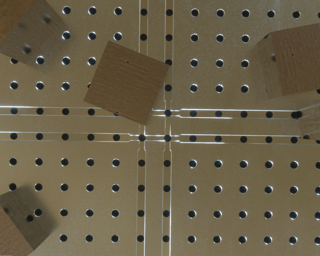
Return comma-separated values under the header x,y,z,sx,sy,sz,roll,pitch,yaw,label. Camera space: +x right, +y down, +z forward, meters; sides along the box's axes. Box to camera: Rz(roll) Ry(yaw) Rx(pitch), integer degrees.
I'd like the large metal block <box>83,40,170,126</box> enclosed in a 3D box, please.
x,y,z,sx,sy,sz,roll,pitch,yaw,label
-0.040,-0.055,0.400,0.080,0.050,0.080,22,90,-1,large metal block

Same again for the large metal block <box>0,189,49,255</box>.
x,y,z,sx,sy,sz,roll,pitch,yaw,label
-0.209,0.140,0.398,0.080,0.050,0.080,-36,90,0,large metal block

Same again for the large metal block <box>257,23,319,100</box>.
x,y,z,sx,sy,sz,roll,pitch,yaw,label
0.182,-0.086,0.403,0.080,0.050,0.080,-11,90,-1,large metal block

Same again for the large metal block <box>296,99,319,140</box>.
x,y,z,sx,sy,sz,roll,pitch,yaw,label
0.232,-0.015,0.389,0.081,0.080,0.050,-8,90,0,large metal block

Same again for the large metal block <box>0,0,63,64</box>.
x,y,z,sx,sy,sz,roll,pitch,yaw,label
-0.178,-0.133,0.383,0.050,0.080,0.080,39,90,-1,large metal block
